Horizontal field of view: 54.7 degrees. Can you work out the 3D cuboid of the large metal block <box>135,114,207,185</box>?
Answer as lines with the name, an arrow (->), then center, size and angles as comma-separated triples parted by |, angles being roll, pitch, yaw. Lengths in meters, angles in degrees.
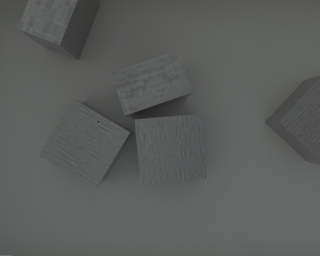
large metal block -> 0.013, 0.026, 0.399 | 0.081, 0.050, 0.079 | -5, 90, -1

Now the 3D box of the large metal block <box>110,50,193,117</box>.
large metal block -> -0.009, -0.051, 0.384 | 0.080, 0.080, 0.050 | -19, 90, 0

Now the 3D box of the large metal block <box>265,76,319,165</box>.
large metal block -> 0.201, -0.010, 0.402 | 0.080, 0.050, 0.080 | 43, 90, -1

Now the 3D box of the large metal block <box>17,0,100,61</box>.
large metal block -> -0.120, -0.138, 0.382 | 0.050, 0.080, 0.080 | 21, 90, -1

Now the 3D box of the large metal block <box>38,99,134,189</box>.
large metal block -> -0.091, 0.019, 0.398 | 0.080, 0.050, 0.080 | 31, 90, -1
